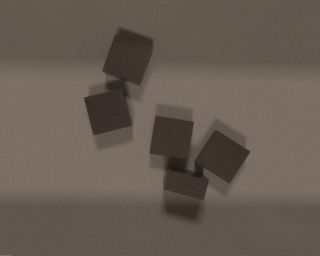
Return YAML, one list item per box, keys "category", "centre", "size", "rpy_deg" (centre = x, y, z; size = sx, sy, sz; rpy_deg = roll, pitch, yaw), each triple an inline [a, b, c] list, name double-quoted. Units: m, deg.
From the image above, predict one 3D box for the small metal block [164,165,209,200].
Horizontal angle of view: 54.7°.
- category: "small metal block"
  centre: [0.032, 0.069, 0.399]
  size: [0.050, 0.050, 0.025]
  rpy_deg: [15, 90, -1]

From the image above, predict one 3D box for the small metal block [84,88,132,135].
- category: "small metal block"
  centre: [-0.067, -0.021, 0.411]
  size: [0.050, 0.025, 0.050]
  rpy_deg: [-14, 90, -1]

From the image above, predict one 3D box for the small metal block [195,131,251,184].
- category: "small metal block"
  centre: [0.082, 0.038, 0.413]
  size: [0.050, 0.025, 0.050]
  rpy_deg: [33, 90, -1]

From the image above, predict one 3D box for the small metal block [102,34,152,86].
- category: "small metal block"
  centre: [-0.042, -0.089, 0.411]
  size: [0.050, 0.025, 0.050]
  rpy_deg: [20, 90, -1]

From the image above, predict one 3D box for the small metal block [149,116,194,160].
- category: "small metal block"
  centre: [0.015, 0.012, 0.412]
  size: [0.050, 0.025, 0.050]
  rpy_deg: [9, 90, -1]
